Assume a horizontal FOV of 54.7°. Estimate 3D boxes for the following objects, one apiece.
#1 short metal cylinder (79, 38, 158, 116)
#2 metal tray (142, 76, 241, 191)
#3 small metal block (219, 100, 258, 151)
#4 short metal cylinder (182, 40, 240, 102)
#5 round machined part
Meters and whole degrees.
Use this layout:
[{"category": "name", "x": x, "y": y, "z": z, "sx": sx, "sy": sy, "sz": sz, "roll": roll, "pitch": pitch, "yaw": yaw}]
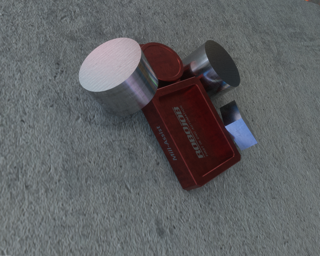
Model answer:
[{"category": "short metal cylinder", "x": -0.049, "y": -0.061, "z": 0.373, "sx": 0.050, "sy": 0.080, "sz": 0.080, "roll": 54, "pitch": 32, "yaw": -51}, {"category": "metal tray", "x": 0.041, "y": 0.004, "z": 0.407, "sx": 0.091, "sy": 0.030, "sz": 0.130, "roll": -24, "pitch": 84, "yaw": -37}, {"category": "small metal block", "x": 0.112, "y": -0.004, "z": 0.445, "sx": 0.050, "sy": 0.025, "sz": 0.050, "roll": 51, "pitch": 21, "yaw": -27}, {"category": "short metal cylinder", "x": 0.076, "y": -0.084, "z": 0.468, "sx": 0.080, "sy": 0.050, "sz": 0.080, "roll": 27, "pitch": 47, "yaw": -33}, {"category": "round machined part", "x": -0.006, "y": -0.083, "z": 0.443, "sx": 0.099, "sy": 0.042, "sz": 0.098, "roll": 14, "pitch": 56, "yaw": -21}]
